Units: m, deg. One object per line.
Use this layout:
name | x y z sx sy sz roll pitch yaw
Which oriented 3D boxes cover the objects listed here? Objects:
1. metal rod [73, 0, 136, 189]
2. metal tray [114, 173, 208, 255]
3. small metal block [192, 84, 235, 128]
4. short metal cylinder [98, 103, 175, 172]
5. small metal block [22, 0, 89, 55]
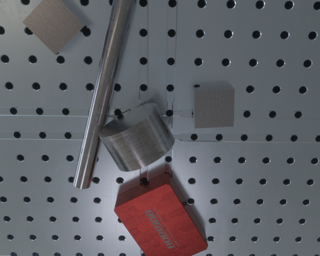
metal rod | -0.070 -0.055 0.392 0.025 0.025 0.298 15 109 -6
metal tray | 0.003 0.142 0.463 0.090 0.030 0.130 -27 108 9
small metal block | 0.069 -0.028 0.403 0.050 0.025 0.050 -3 110 1
short metal cylinder | -0.029 0.010 0.387 0.080 0.080 0.050 -25 109 8
small metal block | -0.122 -0.124 0.367 0.050 0.025 0.050 -40 106 13
